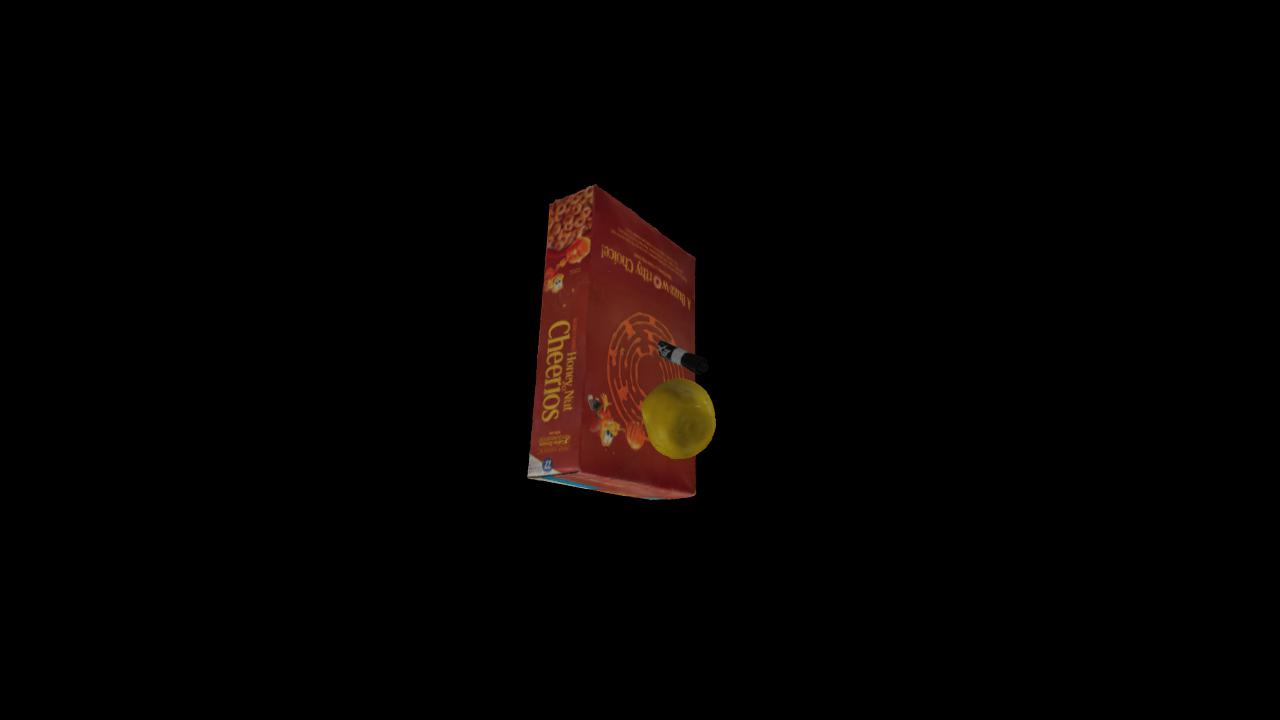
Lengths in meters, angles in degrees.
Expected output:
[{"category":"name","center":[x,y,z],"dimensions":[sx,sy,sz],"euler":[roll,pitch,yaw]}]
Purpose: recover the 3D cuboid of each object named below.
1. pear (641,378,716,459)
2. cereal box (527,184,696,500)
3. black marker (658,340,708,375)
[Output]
[{"category":"pear","center":[0.029,0.052,0.633],"dimensions":[0.080,0.080,0.111],"euler":[0,15,-28]},{"category":"cereal box","center":[-0.019,-0.008,0.682],"dimensions":[0.081,0.306,0.203],"euler":[-11,-21,35]},{"category":"black marker","center":[0.026,-0.011,0.672],"dimensions":[0.020,0.020,0.121],"euler":[0,19,-46]}]
